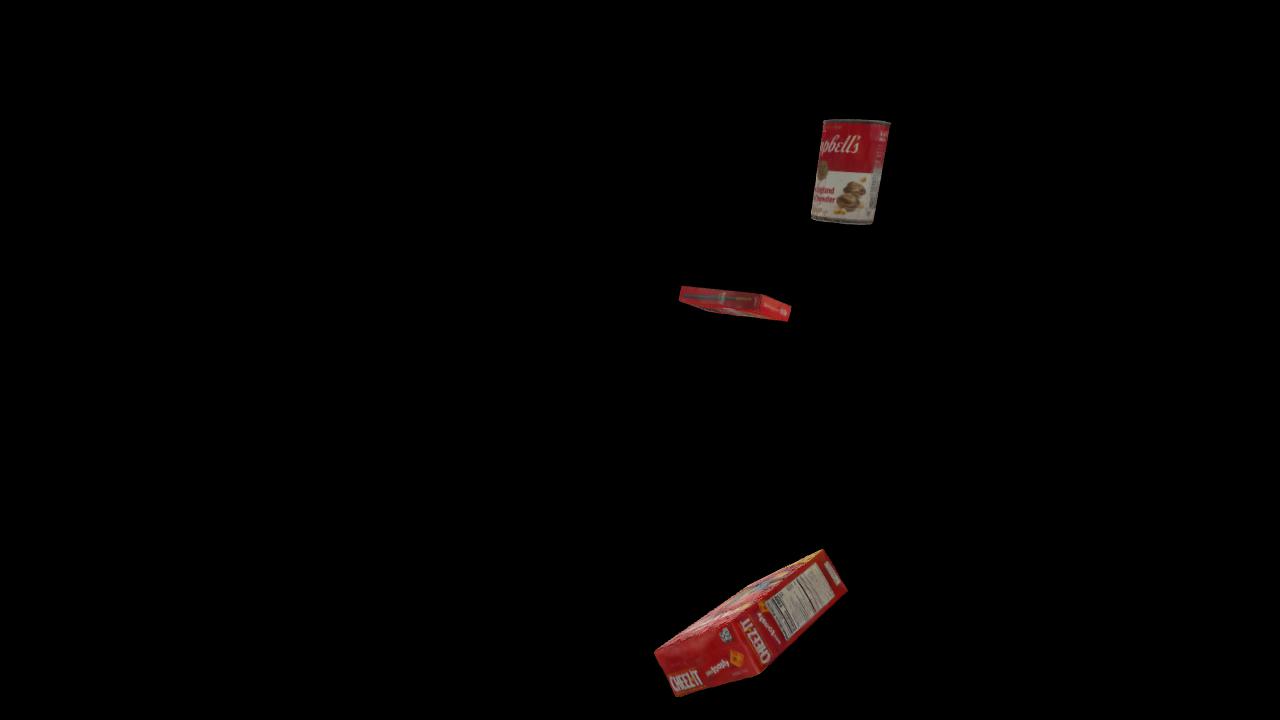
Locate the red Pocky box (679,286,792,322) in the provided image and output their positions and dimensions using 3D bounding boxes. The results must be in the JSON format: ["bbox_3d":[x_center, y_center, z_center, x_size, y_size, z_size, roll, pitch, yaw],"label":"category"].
[{"bbox_3d":[0.141,-0.086,0.932,0.155,0.028,0.083,13,-1,45],"label":"red Pocky box"}]

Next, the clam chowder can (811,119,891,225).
[{"bbox_3d":[0.222,-0.199,0.652,0.068,0.102,0.068,3,18,-1],"label":"clam chowder can"}]

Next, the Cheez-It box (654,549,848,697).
[{"bbox_3d":[0.150,0.347,0.817,0.223,0.071,0.166,-12,-25,-44],"label":"Cheez-It box"}]
